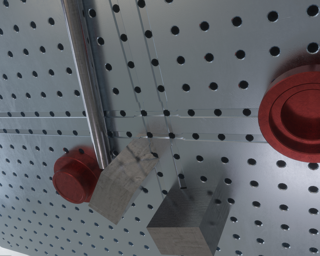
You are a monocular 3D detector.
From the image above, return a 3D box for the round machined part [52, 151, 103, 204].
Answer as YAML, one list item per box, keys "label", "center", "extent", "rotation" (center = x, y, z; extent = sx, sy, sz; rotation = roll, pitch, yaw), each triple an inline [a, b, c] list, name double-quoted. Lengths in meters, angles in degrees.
- label: "round machined part"
  center: [-0.144, 0.091, 0.532]
  extent: [0.098, 0.042, 0.097]
  rotation: [13, 124, 21]

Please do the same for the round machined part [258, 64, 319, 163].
- label: "round machined part"
  center: [0.152, -0.017, 0.310]
  extent: [0.098, 0.042, 0.097]
  rotation: [13, 124, 21]

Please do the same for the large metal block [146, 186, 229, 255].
- label: "large metal block"
  center: [0.041, 0.129, 0.434]
  extent: [0.080, 0.080, 0.050]
  rotation: [-13, 112, 33]

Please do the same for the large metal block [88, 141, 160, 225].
- label: "large metal block"
  center: [-0.052, 0.079, 0.452]
  extent: [0.050, 0.080, 0.079]
  rotation: [33, 129, 7]

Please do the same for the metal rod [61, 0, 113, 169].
- label: "metal rod"
  center: [-0.099, -0.071, 0.418]
  extent: [0.025, 0.025, 0.298]
  rotation: [9, 123, 23]
